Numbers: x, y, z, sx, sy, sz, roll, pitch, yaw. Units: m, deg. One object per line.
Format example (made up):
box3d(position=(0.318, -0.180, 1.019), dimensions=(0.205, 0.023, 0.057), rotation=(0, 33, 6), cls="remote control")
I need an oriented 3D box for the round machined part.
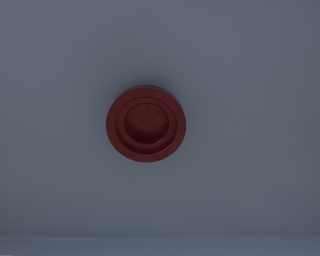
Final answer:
box3d(position=(-0.017, -0.008, 0.399), dimensions=(0.099, 0.042, 0.097), rotation=(0, 110, -1), cls="round machined part")
